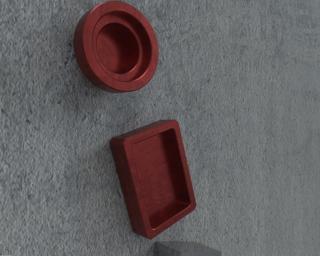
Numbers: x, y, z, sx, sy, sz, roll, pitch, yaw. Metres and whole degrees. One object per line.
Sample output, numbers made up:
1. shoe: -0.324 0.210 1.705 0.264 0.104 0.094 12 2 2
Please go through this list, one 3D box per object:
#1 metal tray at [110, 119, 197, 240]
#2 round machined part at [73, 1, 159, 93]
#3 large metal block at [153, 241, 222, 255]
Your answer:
1. metal tray: -0.005 0.062 0.399 0.091 0.030 0.129 -22 104 -38
2. round machined part: -0.052 -0.088 0.351 0.099 0.042 0.097 0 90 -40
3. large metal block: 0.032 0.201 0.419 0.080 0.050 0.080 18 78 -39
